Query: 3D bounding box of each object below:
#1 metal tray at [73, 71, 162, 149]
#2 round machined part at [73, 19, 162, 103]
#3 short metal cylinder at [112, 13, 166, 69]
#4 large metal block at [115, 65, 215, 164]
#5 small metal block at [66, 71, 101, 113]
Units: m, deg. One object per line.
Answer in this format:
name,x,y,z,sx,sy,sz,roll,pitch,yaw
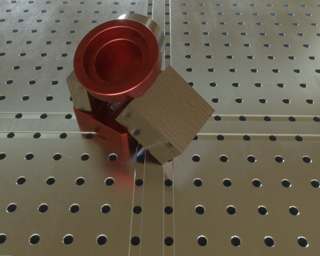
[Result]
metal tray,-0.044,-0.040,0.438,0.090,0.030,0.131,28,55,21
round machined part,-0.046,-0.074,0.361,0.098,0.042,0.098,-4,70,10
short metal cylinder,-0.037,-0.106,0.421,0.080,0.080,0.050,10,51,8
large metal block,0.007,-0.016,0.381,0.080,0.050,0.080,44,57,-5
small metal block,-0.091,-0.057,0.397,0.025,0.050,0.050,15,52,12
